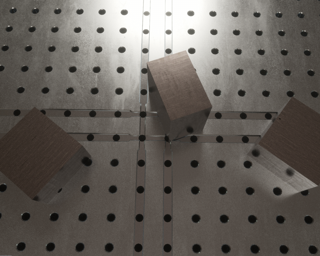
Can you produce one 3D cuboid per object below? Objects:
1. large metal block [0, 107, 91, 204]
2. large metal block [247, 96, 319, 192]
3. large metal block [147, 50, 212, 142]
[{"bbox_3d":[-0.148,0.035,0.384,0.080,0.050,0.080,37,74,12],"label":"large metal block"},{"bbox_3d":[0.173,0.021,0.393,0.080,0.050,0.080,37,74,12],"label":"large metal block"},{"bbox_3d":[0.022,-0.038,0.397,0.050,0.080,0.080,-19,71,-7],"label":"large metal block"}]
